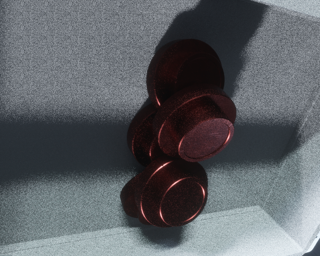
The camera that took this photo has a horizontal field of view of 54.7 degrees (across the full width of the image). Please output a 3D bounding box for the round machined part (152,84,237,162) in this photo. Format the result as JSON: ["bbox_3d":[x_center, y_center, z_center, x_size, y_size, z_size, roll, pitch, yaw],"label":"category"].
[{"bbox_3d":[0.044,0.001,0.354,0.099,0.042,0.097,-15,137,-15],"label":"round machined part"}]

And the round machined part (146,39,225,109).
[{"bbox_3d":[0.037,-0.056,0.367,0.099,0.042,0.097,-7,106,-27],"label":"round machined part"}]

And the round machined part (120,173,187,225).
[{"bbox_3d":[-0.003,0.101,0.439,0.099,0.042,0.097,-15,139,-13],"label":"round machined part"}]

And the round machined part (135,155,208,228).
[{"bbox_3d":[0.021,0.084,0.393,0.099,0.042,0.097,-10,112,-26],"label":"round machined part"}]

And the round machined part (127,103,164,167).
[{"bbox_3d":[0.010,0.015,0.410,0.099,0.042,0.097,-14,123,-21],"label":"round machined part"}]
